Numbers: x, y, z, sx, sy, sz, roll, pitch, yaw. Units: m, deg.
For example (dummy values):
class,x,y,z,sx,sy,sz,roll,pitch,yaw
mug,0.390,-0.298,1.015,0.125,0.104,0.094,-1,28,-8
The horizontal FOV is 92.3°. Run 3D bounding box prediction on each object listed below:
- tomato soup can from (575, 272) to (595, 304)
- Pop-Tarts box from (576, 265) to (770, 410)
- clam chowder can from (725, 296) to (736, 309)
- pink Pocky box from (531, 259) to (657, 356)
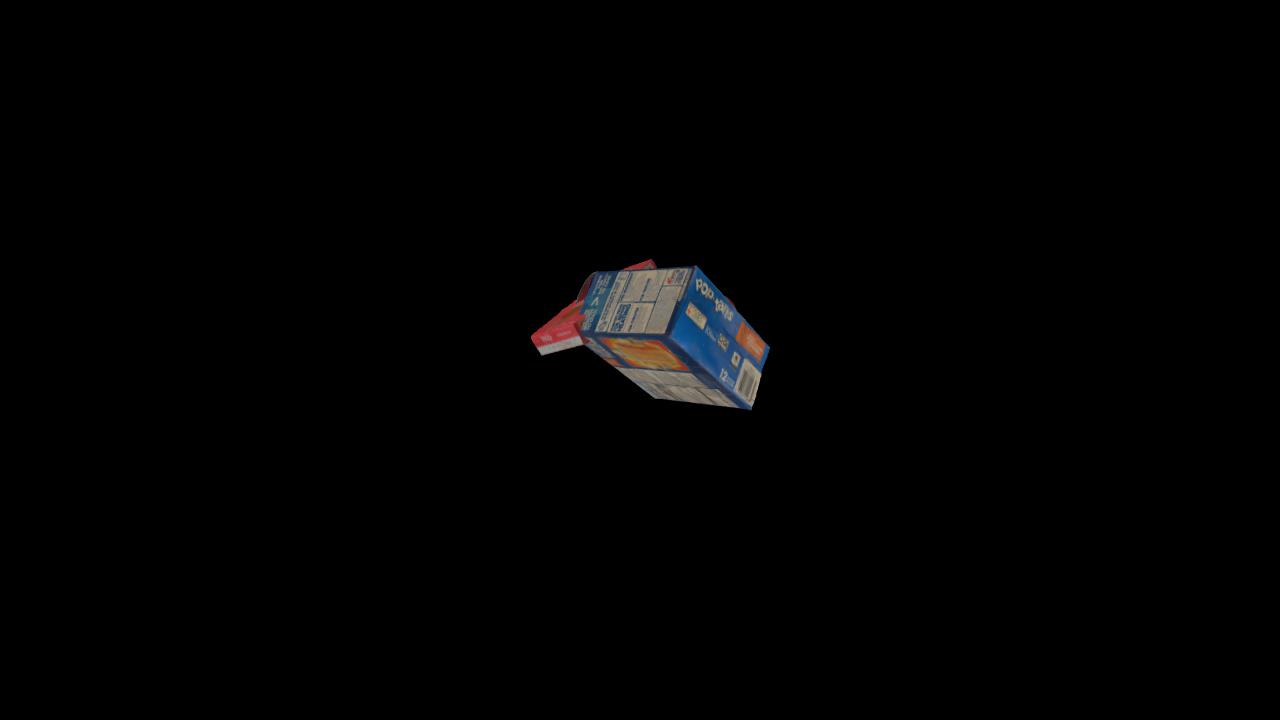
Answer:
class,x,y,z,sx,sy,sz,roll,pitch,yaw
tomato soup can,-0.021,-0.056,0.740,0.101,0.068,0.068,23,3,8
Pop-Tarts box,0.036,-0.021,0.671,0.141,0.083,0.167,3,-26,42
clam chowder can,0.059,-0.055,0.709,0.068,0.068,0.102,0,-8,36
pink Pocky box,-0.049,-0.063,0.714,0.084,0.029,0.155,-10,26,46
